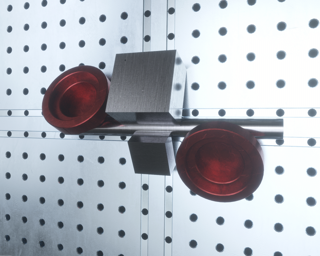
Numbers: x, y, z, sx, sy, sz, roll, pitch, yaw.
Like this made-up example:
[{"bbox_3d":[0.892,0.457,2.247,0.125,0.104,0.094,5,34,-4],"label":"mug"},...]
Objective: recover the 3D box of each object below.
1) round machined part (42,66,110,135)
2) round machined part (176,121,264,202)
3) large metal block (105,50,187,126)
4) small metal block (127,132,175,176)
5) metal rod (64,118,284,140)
[{"bbox_3d":[-0.108,-0.035,0.428,0.098,0.042,0.098,-8,62,15],"label":"round machined part"},{"bbox_3d":[0.071,0.036,0.365,0.098,0.042,0.097,8,118,16],"label":"round machined part"},{"bbox_3d":[-0.015,-0.049,0.393,0.080,0.050,0.080,1,72,20],"label":"large metal block"},{"bbox_3d":[-0.010,0.034,0.406,0.050,0.025,0.050,1,119,20],"label":"small metal block"},{"bbox_3d":[0.002,0.000,0.412,0.301,0.025,0.025,1,90,19],"label":"metal rod"}]
